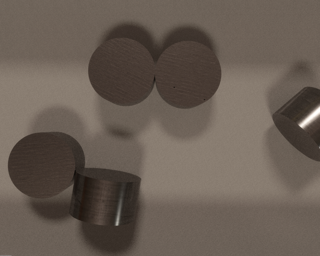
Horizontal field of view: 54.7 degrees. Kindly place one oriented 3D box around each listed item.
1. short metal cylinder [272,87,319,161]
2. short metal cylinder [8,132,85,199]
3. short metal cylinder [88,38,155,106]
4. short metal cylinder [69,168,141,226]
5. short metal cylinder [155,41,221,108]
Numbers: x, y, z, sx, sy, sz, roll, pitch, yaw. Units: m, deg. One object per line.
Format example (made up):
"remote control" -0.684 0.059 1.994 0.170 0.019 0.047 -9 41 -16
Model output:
"short metal cylinder" 0.189 -0.005 0.386 0.050 0.080 0.080 -41 91 0
"short metal cylinder" -0.143 0.045 0.397 0.081 0.050 0.079 0 90 -1
"short metal cylinder" -0.046 -0.069 0.398 0.081 0.050 0.079 0 90 -1
"short metal cylinder" -0.067 0.082 0.383 0.080 0.080 0.050 9 90 -1
"short metal cylinder" 0.034 -0.066 0.399 0.081 0.050 0.079 0 90 -1
